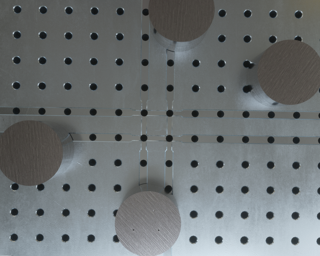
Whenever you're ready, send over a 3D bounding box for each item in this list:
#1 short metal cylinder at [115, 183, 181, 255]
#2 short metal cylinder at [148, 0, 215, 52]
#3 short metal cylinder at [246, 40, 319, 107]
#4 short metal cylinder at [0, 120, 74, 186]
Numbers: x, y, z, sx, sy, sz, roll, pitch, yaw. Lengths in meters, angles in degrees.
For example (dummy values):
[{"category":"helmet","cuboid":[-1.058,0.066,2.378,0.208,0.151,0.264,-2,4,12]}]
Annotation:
[{"category":"short metal cylinder","cuboid":[-0.015,0.116,0.401,0.081,0.050,0.079,0,90,0]},{"category":"short metal cylinder","cuboid":[0.026,-0.144,0.401,0.081,0.050,0.079,0,90,0]},{"category":"short metal cylinder","cuboid":[0.159,-0.068,0.402,0.081,0.050,0.079,0,90,0]},{"category":"short metal cylinder","cuboid":[-0.158,0.030,0.400,0.081,0.050,0.079,0,90,0]}]
